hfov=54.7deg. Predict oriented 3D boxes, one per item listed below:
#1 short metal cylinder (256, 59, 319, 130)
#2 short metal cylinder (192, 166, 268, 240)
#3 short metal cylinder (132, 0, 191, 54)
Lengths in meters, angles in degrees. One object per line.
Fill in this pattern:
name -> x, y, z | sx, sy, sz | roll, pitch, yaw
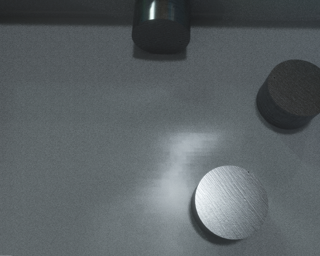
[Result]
short metal cylinder -> 0.176, -0.044, 0.413 | 0.081, 0.050, 0.080 | 0, 70, 0
short metal cylinder -> 0.079, 0.089, 0.364 | 0.081, 0.050, 0.080 | 0, 70, 0
short metal cylinder -> 0.003, -0.147, 0.434 | 0.080, 0.080, 0.050 | 3, 70, 1
